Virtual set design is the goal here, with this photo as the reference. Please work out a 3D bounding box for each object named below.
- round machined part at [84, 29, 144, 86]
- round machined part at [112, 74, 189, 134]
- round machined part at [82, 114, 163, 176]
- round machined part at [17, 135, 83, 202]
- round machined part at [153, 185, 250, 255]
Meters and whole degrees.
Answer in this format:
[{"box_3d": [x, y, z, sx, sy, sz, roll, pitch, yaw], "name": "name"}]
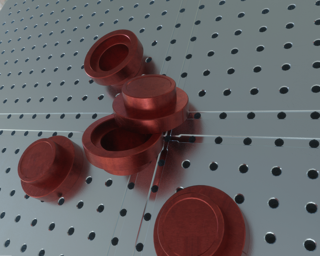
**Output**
[{"box_3d": [-0.070, -0.108, 0.502, 0.098, 0.042, 0.098, -13, 56, 21], "name": "round machined part"}, {"box_3d": [-0.012, -0.037, 0.399, 0.098, 0.042, 0.098, -3, 33, 2], "name": "round machined part"}, {"box_3d": [-0.044, 0.022, 0.390, 0.098, 0.042, 0.098, -4, 33, 3], "name": "round machined part"}, {"box_3d": [-0.166, 0.054, 0.453, 0.098, 0.042, 0.098, -13, 56, 21], "name": "round machined part"}, {"box_3d": [0.037, 0.104, 0.315, 0.098, 0.042, 0.098, -13, 56, 21], "name": "round machined part"}]
